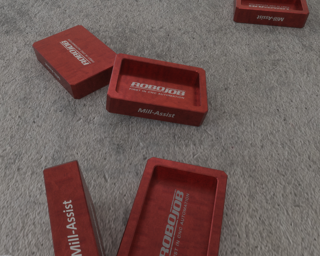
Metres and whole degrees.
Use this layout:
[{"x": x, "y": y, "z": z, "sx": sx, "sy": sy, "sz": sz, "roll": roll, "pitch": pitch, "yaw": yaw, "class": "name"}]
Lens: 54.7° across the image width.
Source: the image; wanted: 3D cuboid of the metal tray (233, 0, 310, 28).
[{"x": 0.211, "y": -0.236, "z": 0.599, "sx": 0.131, "sy": 0.030, "sz": 0.090, "roll": 7, "pitch": 50, "yaw": 6, "class": "metal tray"}]

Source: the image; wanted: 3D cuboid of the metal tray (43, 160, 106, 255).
[{"x": -0.068, "y": 0.105, "z": 0.272, "sx": 0.030, "sy": 0.090, "sz": 0.130, "roll": -16, "pitch": 52, "yaw": -13, "class": "metal tray"}]

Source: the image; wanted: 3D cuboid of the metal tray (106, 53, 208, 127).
[{"x": -0.002, "y": -0.054, "z": 0.429, "sx": 0.131, "sy": 0.030, "sz": 0.090, "roll": 9, "pitch": 50, "yaw": -7, "class": "metal tray"}]

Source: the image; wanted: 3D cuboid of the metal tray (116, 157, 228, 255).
[{"x": 0.016, "y": 0.097, "z": 0.317, "sx": 0.090, "sy": 0.030, "sz": 0.130, "roll": 11, "pitch": 51, "yaw": 9, "class": "metal tray"}]

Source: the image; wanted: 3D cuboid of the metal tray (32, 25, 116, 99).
[{"x": -0.129, "y": -0.109, "z": 0.490, "sx": 0.091, "sy": 0.030, "sz": 0.130, "roll": -33, "pitch": 57, "yaw": -25, "class": "metal tray"}]
